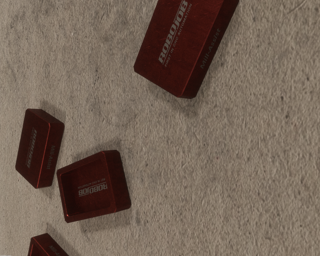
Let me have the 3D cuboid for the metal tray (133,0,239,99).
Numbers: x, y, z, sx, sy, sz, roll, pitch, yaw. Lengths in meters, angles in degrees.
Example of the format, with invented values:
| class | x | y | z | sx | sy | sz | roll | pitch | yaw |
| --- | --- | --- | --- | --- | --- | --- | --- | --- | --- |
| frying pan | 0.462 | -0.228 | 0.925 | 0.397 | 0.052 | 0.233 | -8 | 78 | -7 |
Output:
| class | x | y | z | sx | sy | sz | roll | pitch | yaw |
| --- | --- | --- | --- | --- | --- | --- | --- | --- | --- |
| metal tray | 0.027 | -0.112 | 0.378 | 0.090 | 0.030 | 0.129 | 36 | 112 | 34 |

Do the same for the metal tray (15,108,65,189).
| class | x | y | z | sx | sy | sz | roll | pitch | yaw |
| --- | --- | --- | --- | --- | --- | --- | --- | --- | --- |
| metal tray | -0.230 | 0.037 | 0.588 | 0.090 | 0.030 | 0.129 | 26 | 106 | 36 |

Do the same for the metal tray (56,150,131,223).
| class | x | y | z | sx | sy | sz | roll | pitch | yaw |
| --- | --- | --- | --- | --- | --- | --- | --- | --- | --- |
| metal tray | -0.109 | 0.094 | 0.488 | 0.130 | 0.030 | 0.090 | -23 | 76 | 37 |

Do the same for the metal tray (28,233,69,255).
| class | x | y | z | sx | sy | sz | roll | pitch | yaw |
| --- | --- | --- | --- | --- | --- | --- | --- | --- | --- |
| metal tray | -0.194 | 0.264 | 0.557 | 0.130 | 0.030 | 0.089 | 25 | 106 | 36 |
